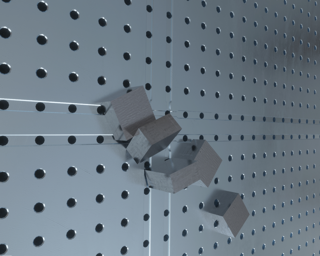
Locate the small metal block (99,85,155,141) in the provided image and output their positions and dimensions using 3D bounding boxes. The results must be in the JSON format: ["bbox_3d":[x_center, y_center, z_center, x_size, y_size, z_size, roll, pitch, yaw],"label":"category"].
[{"bbox_3d":[-0.037,-0.018,0.377,0.050,0.025,0.050,-32,110,-35],"label":"small metal block"}]

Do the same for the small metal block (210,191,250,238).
[{"bbox_3d":[0.115,0.140,0.504,0.050,0.025,0.050,-45,117,-31],"label":"small metal block"}]

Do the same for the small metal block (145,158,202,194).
[{"bbox_3d":[0.017,0.061,0.406,0.050,0.050,0.025,-20,103,-38],"label":"small metal block"}]

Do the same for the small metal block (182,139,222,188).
[{"bbox_3d":[0.060,0.052,0.458,0.050,0.025,0.050,48,62,-29],"label":"small metal block"}]

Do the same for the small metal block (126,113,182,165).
[{"bbox_3d":[-0.008,0.013,0.382,0.050,0.050,0.025,-27,73,-37],"label":"small metal block"}]
